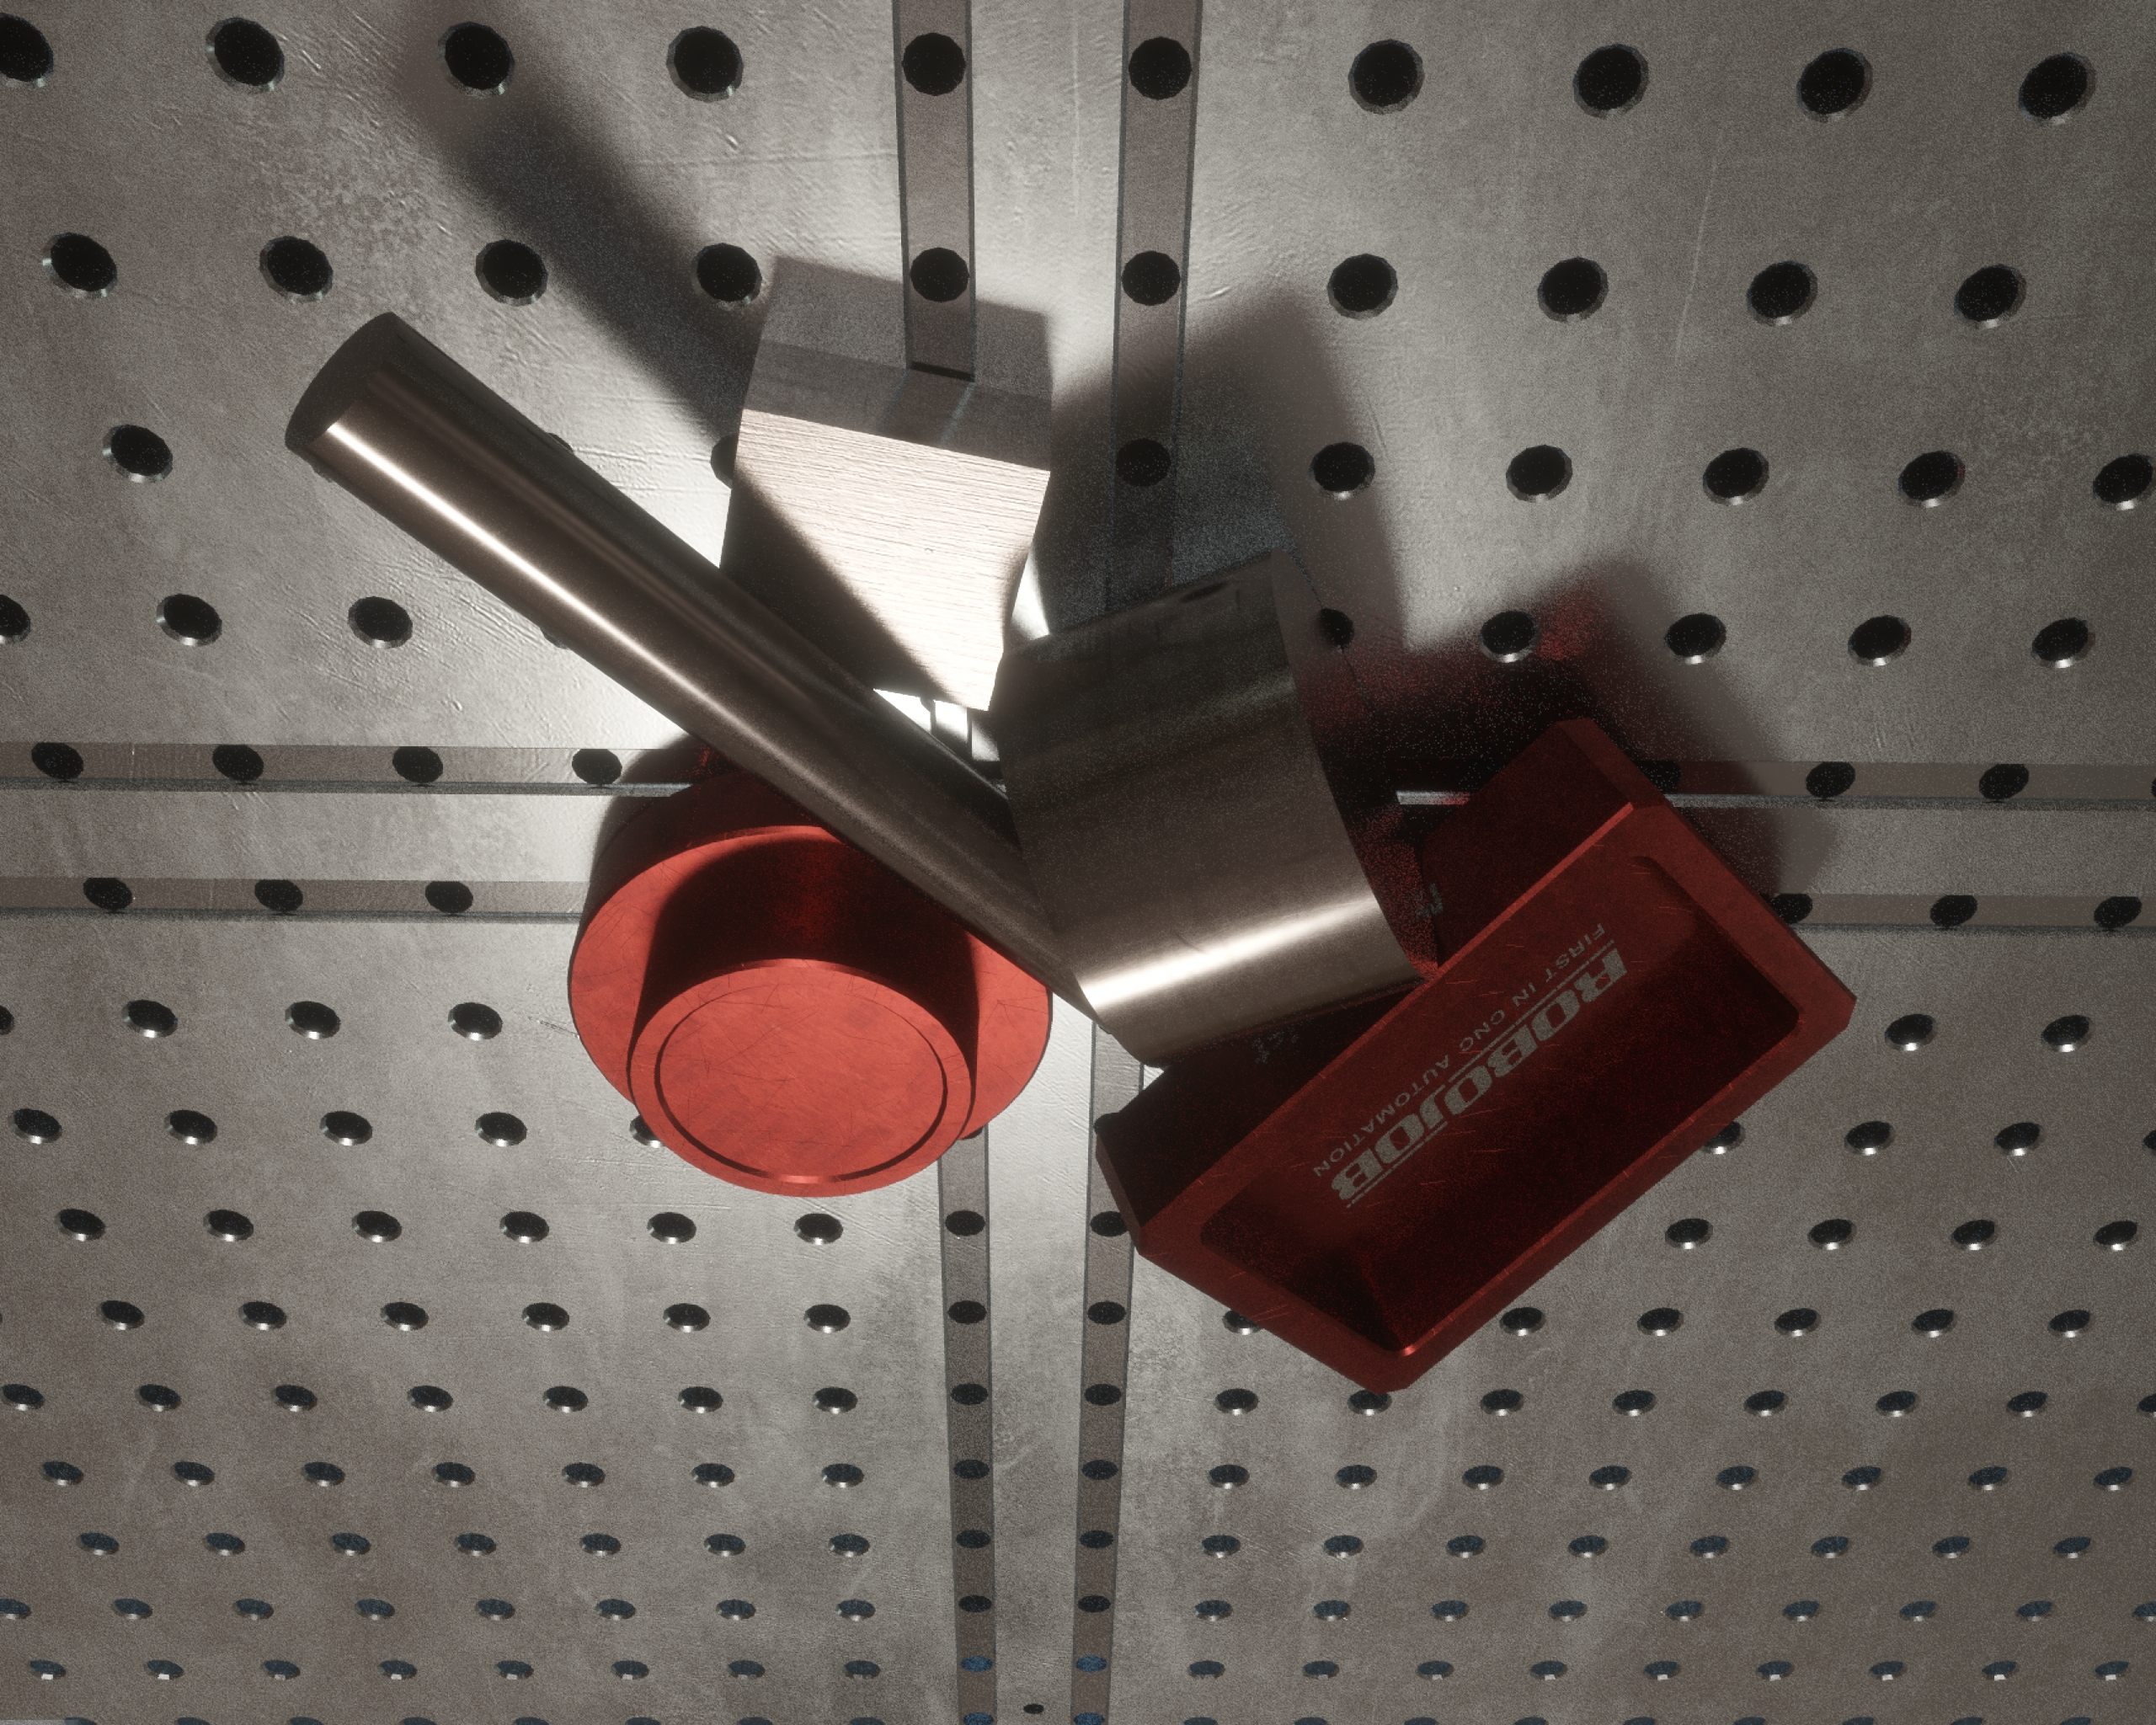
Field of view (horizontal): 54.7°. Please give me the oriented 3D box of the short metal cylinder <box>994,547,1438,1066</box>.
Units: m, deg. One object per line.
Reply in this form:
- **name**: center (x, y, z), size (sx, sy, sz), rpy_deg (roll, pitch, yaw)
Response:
- **short metal cylinder**: center (0.026, -0.009, 0.368), size (0.050, 0.080, 0.080), rpy_deg (-20, 128, 15)

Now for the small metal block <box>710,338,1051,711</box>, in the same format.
- **small metal block**: center (-0.035, -0.058, 0.362), size (0.050, 0.025, 0.050), rpy_deg (10, 129, -9)

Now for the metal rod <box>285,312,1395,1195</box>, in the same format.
- **metal rod**: center (-0.012, 0.004, 0.393), size (0.025, 0.025, 0.301), rpy_deg (-32, 131, 24)

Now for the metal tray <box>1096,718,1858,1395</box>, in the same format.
- **metal tray**: center (0.080, 0.043, 0.419), size (0.130, 0.030, 0.090), rpy_deg (-43, 127, 12)

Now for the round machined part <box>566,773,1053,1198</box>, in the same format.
- **round machined part**: center (-0.054, 0.031, 0.425), size (0.099, 0.042, 0.097), rpy_deg (-1, 130, 0)
